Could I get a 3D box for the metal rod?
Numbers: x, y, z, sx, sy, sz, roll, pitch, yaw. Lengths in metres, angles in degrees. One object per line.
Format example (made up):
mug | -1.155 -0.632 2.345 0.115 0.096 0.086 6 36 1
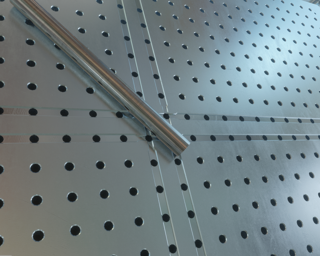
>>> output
metal rod | -0.079 -0.073 0.409 0.300 0.025 0.025 43 51 1
